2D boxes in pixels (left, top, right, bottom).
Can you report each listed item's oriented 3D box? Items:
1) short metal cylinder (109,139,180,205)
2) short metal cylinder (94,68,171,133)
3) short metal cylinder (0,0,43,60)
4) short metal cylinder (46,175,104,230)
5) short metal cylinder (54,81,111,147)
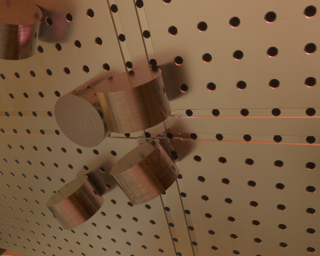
[{"bbox_3d":[-0.021,0.058,0.421,0.080,0.080,0.050,-24,105,36],"label":"short metal cylinder"},{"bbox_3d":[-0.031,-0.035,0.369,0.080,0.080,0.050,-1,118,28],"label":"short metal cylinder"},{"bbox_3d":[-0.196,-0.131,0.395,0.080,0.080,0.050,33,129,6],"label":"short metal cylinder"},{"bbox_3d":[-0.143,0.125,0.526,0.080,0.080,0.050,-21,107,35],"label":"short metal cylinder"},{"bbox_3d":[-0.098,-0.020,0.433,0.080,0.050,0.079,13,124,20],"label":"short metal cylinder"}]
